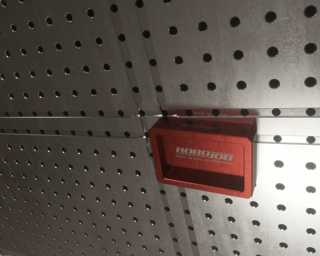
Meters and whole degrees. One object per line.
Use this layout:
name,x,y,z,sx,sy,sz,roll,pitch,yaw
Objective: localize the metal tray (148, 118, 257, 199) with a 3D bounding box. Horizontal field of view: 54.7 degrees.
metal tray,0.055,0.037,0.400,0.130,0.030,0.089,6,121,25
